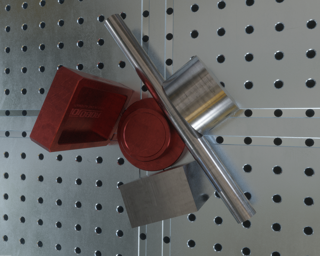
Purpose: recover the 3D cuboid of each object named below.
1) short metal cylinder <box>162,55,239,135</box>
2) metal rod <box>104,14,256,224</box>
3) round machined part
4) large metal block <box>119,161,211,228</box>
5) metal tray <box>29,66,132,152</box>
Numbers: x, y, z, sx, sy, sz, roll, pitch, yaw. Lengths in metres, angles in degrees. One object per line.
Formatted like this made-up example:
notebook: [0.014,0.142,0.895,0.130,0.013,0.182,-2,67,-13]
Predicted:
short metal cylinder: [0.048,-0.039,0.365,0.050,0.080,0.080,-39,78,16]
metal rod: [0.019,-0.020,0.383,0.025,0.025,0.299,-37,79,16]
round machined part: [-0.013,0.009,0.407,0.098,0.042,0.097,0,90,19]
large metal block: [0.010,0.077,0.379,0.080,0.080,0.050,-20,84,18]
metal tray: [-0.091,-0.020,0.388,0.030,0.130,0.090,29,99,17]
